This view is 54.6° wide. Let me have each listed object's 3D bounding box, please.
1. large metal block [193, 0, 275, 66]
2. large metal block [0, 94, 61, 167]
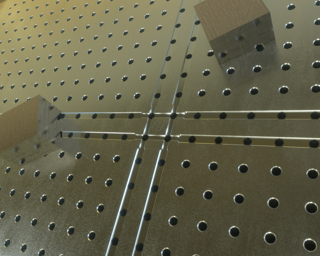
[{"bbox_3d":[0.101,-0.146,0.429,0.080,0.050,0.080,-23,53,14],"label":"large metal block"},{"bbox_3d":[-0.211,0.005,0.502,0.080,0.050,0.080,-24,53,13],"label":"large metal block"}]
